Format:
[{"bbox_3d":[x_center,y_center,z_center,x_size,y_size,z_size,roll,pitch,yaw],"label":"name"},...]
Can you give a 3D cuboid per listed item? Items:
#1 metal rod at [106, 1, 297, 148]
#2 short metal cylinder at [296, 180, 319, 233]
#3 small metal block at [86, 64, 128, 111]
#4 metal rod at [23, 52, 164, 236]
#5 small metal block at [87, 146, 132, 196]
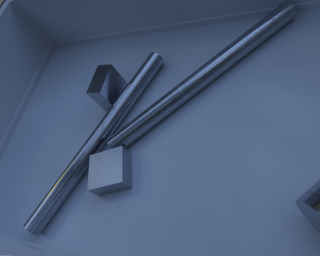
[{"bbox_3d":[0.054,-0.066,0.416,0.300,0.025,0.025,-38,51,2],"label":"metal rod"},{"bbox_3d":[0.158,0.072,0.244,0.050,0.080,0.080,-41,51,0],"label":"short metal cylinder"},{"bbox_3d":[-0.078,-0.060,0.465,0.025,0.050,0.050,3,63,29],"label":"small metal block"},{"bbox_3d":[-0.087,0.014,0.440,0.025,0.025,0.300,25,75,36],"label":"metal rod"},{"bbox_3d":[-0.065,0.056,0.403,0.050,0.025,0.050,-17,55,18],"label":"small metal block"}]
